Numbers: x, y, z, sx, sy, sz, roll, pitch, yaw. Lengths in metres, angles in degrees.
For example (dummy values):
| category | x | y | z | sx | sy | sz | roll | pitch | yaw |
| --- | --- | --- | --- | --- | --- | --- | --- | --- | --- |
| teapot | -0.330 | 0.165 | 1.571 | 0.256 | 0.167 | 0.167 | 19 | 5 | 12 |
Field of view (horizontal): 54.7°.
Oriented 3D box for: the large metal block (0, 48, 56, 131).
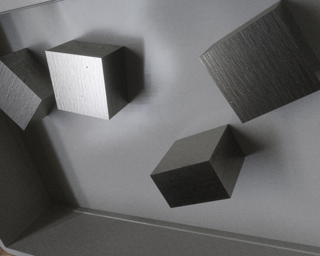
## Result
| category | x | y | z | sx | sy | sz | roll | pitch | yaw |
| --- | --- | --- | --- | --- | --- | --- | --- | --- | --- |
| large metal block | -0.201 | -0.057 | 0.461 | 0.080 | 0.050 | 0.080 | 45 | 129 | -4 |

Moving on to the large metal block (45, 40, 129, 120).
| category | x | y | z | sx | sy | sz | roll | pitch | yaw |
| --- | --- | --- | --- | --- | --- | --- | --- | --- | --- |
| large metal block | -0.091 | -0.063 | 0.399 | 0.080 | 0.050 | 0.079 | 12 | 124 | 21 |

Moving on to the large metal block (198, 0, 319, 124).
| category | x | y | z | sx | sy | sz | roll | pitch | yaw |
| --- | --- | --- | --- | --- | --- | --- | --- | --- | --- |
| large metal block | 0.099 | -0.063 | 0.301 | 0.080 | 0.050 | 0.080 | -28 | 103 | 37 |

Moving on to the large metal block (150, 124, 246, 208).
| category | x | y | z | sx | sy | sz | roll | pitch | yaw |
| --- | --- | --- | --- | --- | --- | --- | --- | --- | --- |
| large metal block | 0.048 | 0.046 | 0.375 | 0.080 | 0.080 | 0.050 | -20 | 108 | 35 |
